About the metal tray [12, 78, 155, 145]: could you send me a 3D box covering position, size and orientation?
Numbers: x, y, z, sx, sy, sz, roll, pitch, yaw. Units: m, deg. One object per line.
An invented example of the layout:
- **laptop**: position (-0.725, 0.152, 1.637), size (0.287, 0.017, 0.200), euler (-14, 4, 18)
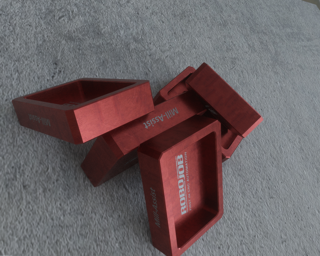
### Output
- **metal tray**: position (-0.081, -0.024, 0.317), size (0.091, 0.130, 0.030), euler (-27, 116, -38)

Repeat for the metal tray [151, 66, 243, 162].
- **metal tray**: position (0.062, -0.020, 0.450), size (0.130, 0.030, 0.090), euler (44, 51, 2)

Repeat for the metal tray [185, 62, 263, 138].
- **metal tray**: position (0.076, -0.034, 0.397), size (0.090, 0.030, 0.130), euler (44, 6, 1)

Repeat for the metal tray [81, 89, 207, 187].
- **metal tray**: position (-0.017, 0.010, 0.349), size (0.131, 0.090, 0.030), euler (-28, 78, -38)

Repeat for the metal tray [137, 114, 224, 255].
- **metal tray**: position (0.027, 0.061, 0.328), size (0.091, 0.030, 0.129), euler (-28, 122, -37)
